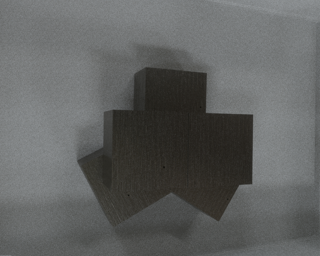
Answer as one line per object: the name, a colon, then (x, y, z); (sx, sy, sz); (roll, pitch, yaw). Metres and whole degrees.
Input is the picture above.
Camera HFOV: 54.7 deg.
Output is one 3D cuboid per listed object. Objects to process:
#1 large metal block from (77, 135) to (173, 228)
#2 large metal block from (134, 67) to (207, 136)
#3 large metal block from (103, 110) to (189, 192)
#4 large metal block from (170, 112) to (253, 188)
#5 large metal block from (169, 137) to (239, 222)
large metal block: (-0.044, 0.059, 0.379); (0.081, 0.050, 0.080); (-28, 99, -18)
large metal block: (0.012, -0.031, 0.400); (0.081, 0.050, 0.080); (2, 90, -20)
large metal block: (-0.017, 0.022, 0.336); (0.081, 0.050, 0.080); (1, 90, -20)
large metal block: (0.059, 0.024, 0.363); (0.081, 0.050, 0.080); (1, 90, -20)
large metal block: (0.057, 0.064, 0.415); (0.080, 0.050, 0.080); (36, 79, -16)
